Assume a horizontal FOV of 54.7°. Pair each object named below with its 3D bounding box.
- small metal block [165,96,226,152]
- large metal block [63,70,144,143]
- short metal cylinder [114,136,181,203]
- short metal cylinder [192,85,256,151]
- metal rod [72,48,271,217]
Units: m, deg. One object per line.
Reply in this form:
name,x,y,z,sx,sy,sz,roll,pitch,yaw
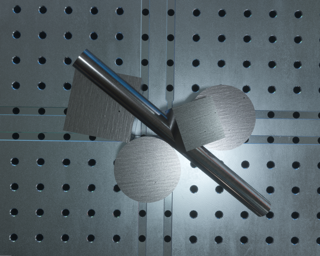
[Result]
small metal block,0.040,-0.004,0.353,0.050,0.025,0.050,-18,90,-18
large metal block,-0.068,-0.029,0.395,0.080,0.050,0.080,11,90,0
short metal cylinder,-0.015,0.050,0.397,0.081,0.050,0.079,0,90,0
short metal cylinder,0.075,-0.013,0.398,0.081,0.050,0.079,0,90,0
metal rod,0.025,0.015,0.375,0.301,0.025,0.025,39,90,-14
